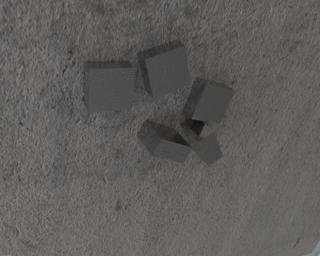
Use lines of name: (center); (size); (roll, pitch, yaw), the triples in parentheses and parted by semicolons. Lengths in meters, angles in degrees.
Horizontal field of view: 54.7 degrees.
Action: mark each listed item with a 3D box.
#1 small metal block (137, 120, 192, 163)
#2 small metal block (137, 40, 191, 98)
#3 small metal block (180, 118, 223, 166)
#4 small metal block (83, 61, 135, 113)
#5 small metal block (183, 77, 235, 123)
small metal block: (0.005, 0.018, 0.404); (0.050, 0.050, 0.025); (17, 110, -35)
small metal block: (0.005, -0.070, 0.366); (0.050, 0.025, 0.050); (-23, 127, -15)
small metal block: (0.058, 0.017, 0.433); (0.025, 0.050, 0.050); (-33, 129, -7)
small metal block: (-0.058, -0.047, 0.346); (0.050, 0.025, 0.050); (-7, 122, -25)
small metal block: (0.066, -0.037, 0.420); (0.050, 0.025, 0.050); (7, 115, -32)
